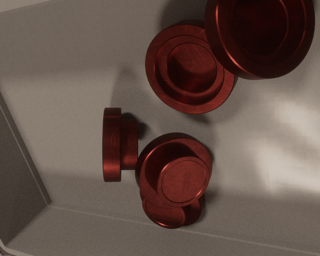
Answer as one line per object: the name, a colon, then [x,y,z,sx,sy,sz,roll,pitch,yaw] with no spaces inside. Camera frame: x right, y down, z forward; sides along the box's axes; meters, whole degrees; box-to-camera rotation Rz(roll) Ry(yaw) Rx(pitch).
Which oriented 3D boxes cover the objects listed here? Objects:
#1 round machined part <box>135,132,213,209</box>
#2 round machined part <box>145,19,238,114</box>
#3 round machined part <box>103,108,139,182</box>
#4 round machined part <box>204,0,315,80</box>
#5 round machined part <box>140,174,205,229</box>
round machined part: [0.022,0.058,0.385,0.099,0.042,0.097,-7,110,-18]
round machined part: [0.037,-0.068,0.335,0.098,0.042,0.097,13,124,20]
round machined part: [-0.051,0.022,0.409,0.042,0.098,0.097,0,123,-6]
round machined part: [0.083,-0.091,0.274,0.098,0.098,0.042,59,166,-14]
round machined part: [0.013,0.109,0.457,0.098,0.042,0.097,13,124,20]
